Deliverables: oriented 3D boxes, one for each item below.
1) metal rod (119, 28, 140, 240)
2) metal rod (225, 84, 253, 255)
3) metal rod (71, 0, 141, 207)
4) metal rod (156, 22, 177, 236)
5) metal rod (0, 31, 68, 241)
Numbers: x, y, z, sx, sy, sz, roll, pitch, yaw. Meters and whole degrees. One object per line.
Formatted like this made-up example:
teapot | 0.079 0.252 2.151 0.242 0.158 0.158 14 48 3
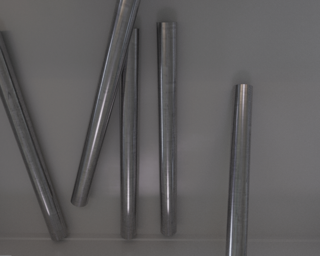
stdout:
metal rod | -0.042 0.021 0.418 0.025 0.025 0.298 2 110 -1
metal rod | 0.095 0.095 0.377 0.025 0.025 0.298 4 83 -2
metal rod | -0.073 -0.022 0.386 0.025 0.025 0.298 16 115 -6
metal rod | 0.010 0.015 0.416 0.025 0.025 0.298 -1 110 0
metal rod | -0.177 0.025 0.418 0.025 0.025 0.298 -9 110 3
